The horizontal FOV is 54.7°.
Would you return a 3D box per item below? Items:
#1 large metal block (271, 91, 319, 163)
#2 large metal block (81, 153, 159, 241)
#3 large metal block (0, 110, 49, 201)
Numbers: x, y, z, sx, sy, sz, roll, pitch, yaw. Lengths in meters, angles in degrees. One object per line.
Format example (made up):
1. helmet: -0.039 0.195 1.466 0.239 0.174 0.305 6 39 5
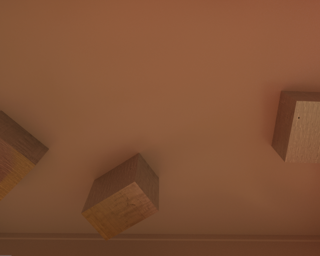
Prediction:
1. large metal block: 0.198 -0.002 0.399 0.081 0.050 0.079 2 110 -1
2. large metal block: -0.049 0.089 0.414 0.080 0.080 0.050 -32 107 11
3. large metal block: -0.212 0.038 0.410 0.080 0.050 0.080 -43 105 14
